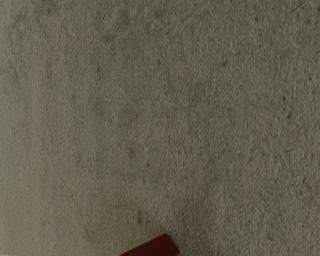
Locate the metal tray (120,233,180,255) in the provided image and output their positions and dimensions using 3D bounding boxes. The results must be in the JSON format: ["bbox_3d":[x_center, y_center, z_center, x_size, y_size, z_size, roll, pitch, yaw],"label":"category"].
[{"bbox_3d":[-0.042,0.195,0.396,0.030,0.091,0.129,50,119,26],"label":"metal tray"}]
